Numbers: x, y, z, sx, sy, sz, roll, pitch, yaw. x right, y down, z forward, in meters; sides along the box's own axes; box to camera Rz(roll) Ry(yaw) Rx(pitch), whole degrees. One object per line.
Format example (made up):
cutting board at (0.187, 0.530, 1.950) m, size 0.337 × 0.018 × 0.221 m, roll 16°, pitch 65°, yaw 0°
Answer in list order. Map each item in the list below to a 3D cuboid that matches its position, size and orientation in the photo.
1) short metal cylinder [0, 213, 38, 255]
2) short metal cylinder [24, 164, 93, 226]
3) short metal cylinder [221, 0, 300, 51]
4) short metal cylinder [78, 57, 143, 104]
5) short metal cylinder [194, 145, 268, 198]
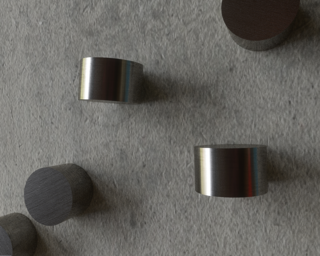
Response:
short metal cylinder at (-0.240, 0.177, 0.478) m, size 0.080 × 0.050 × 0.079 m, roll 0°, pitch 90°, yaw 19°
short metal cylinder at (-0.145, 0.093, 0.445) m, size 0.080 × 0.050 × 0.079 m, roll 0°, pitch 90°, yaw 19°
short metal cylinder at (0.115, -0.134, 0.355) m, size 0.080 × 0.050 × 0.079 m, roll 0°, pitch 90°, yaw 19°
short metal cylinder at (-0.063, -0.058, 0.401) m, size 0.080 × 0.080 × 0.050 m, roll 4°, pitch 92°, yaw 19°
short metal cylinder at (0.080, 0.045, 0.351) m, size 0.080 × 0.080 × 0.050 m, roll -2°, pitch 90°, yaw 19°
